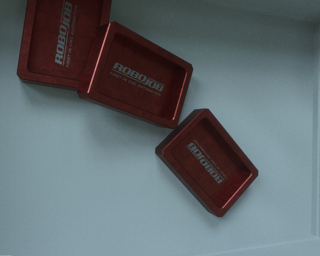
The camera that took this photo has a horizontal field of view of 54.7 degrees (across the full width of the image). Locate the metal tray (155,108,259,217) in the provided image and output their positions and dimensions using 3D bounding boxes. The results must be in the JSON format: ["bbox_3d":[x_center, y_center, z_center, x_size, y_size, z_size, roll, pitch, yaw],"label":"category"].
[{"bbox_3d":[0.068,0.048,0.434,0.090,0.030,0.130,-45,104,-15],"label":"metal tray"}]

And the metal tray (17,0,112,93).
[{"bbox_3d":[-0.111,-0.112,0.367,0.091,0.030,0.129,8,87,-20],"label":"metal tray"}]

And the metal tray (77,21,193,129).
[{"bbox_3d":[-0.024,-0.059,0.379,0.131,0.030,0.090,20,83,-37],"label":"metal tray"}]
